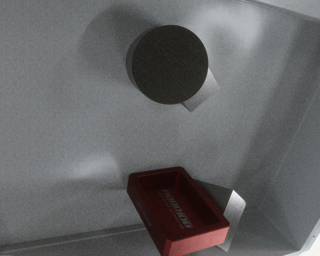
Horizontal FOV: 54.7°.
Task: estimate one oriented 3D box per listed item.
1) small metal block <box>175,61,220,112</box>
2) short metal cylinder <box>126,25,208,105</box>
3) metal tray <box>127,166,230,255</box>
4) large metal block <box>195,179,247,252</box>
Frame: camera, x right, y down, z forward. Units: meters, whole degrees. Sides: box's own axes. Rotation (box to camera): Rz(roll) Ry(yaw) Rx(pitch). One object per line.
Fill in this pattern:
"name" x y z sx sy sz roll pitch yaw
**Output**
"small metal block" 0.042 -0.057 0.398 0.050 0.025 0.050 -41 130 -1
"short metal cylinder" 0.006 -0.069 0.338 0.081 0.050 0.079 -3 105 -13
"metal tray" 0.019 0.106 0.419 0.091 0.130 0.030 -5 121 -27
"large metal block" 0.075 0.132 0.480 0.050 0.080 0.080 44 65 -40
